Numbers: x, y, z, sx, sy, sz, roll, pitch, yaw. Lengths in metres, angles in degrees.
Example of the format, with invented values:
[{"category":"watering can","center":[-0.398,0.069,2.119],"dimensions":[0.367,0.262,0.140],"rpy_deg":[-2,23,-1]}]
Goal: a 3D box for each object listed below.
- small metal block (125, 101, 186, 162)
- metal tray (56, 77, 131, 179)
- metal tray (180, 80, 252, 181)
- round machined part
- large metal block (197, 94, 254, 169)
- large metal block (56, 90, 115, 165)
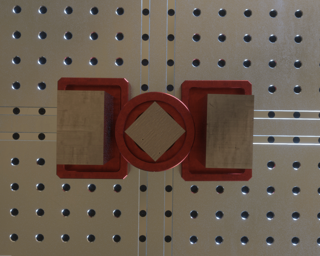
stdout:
[{"category":"small metal block","center":[-0.006,0.004,0.372],"dimensions":[0.050,0.025,0.050],"rpy_deg":[45,90,0]},{"category":"metal tray","center":[-0.086,0.000,0.409],"dimensions":[0.091,0.030,0.129],"rpy_deg":[1,90,0]},{"category":"metal tray","center":[0.073,0.003,0.410],"dimensions":[0.091,0.030,0.129],"rpy_deg":[0,90,0]},{"category":"round machined part","center":[-0.006,0.005,0.396],"dimensions":[0.099,0.042,0.097],"rpy_deg":[0,90,0]},{"category":"large metal block","center":[0.075,0.003,0.373],"dimensions":[0.050,0.080,0.080],"rpy_deg":[2,90,0]},{"category":"large metal block","center":[-0.085,-0.001,0.372],"dimensions":[0.050,0.080,0.080],"rpy_deg":[1,90,0]}]
